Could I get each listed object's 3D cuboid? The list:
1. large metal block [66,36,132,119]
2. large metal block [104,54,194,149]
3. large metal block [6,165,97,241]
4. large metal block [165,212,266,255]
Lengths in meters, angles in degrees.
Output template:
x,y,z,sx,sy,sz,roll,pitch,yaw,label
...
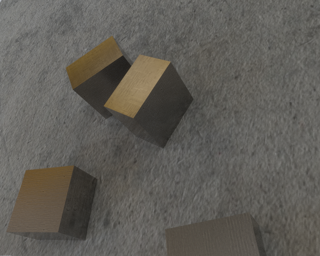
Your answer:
x,y,z,sx,sy,sz,roll,pitch,yaw,label
-0.074,-0.071,0.449,0.080,0.080,0.050,-33,52,6,large metal block
-0.011,-0.033,0.393,0.050,0.080,0.080,22,74,36,large metal block
-0.135,0.098,0.397,0.080,0.050,0.080,-8,58,23,large metal block
0.055,0.130,0.279,0.080,0.050,0.080,-17,55,18,large metal block
